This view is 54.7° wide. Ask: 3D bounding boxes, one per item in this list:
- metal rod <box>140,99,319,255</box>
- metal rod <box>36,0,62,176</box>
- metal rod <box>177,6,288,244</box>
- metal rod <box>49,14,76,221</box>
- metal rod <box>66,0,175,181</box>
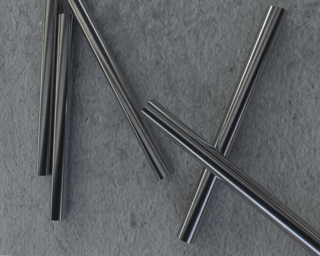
[{"bbox_3d":[0.100,0.069,0.352,0.300,0.025,0.025,39,102,7],"label":"metal rod"},{"bbox_3d":[-0.167,-0.079,0.465,0.025,0.025,0.298,3,91,19],"label":"metal rod"},{"bbox_3d":[0.085,0.002,0.378,0.025,0.025,0.298,23,97,18],"label":"metal rod"},{"bbox_3d":[-0.144,-0.015,0.457,0.025,0.025,0.298,3,91,19],"label":"metal rod"},{"bbox_3d":[-0.060,-0.067,0.428,0.025,0.025,0.299,-30,80,17],"label":"metal rod"}]
